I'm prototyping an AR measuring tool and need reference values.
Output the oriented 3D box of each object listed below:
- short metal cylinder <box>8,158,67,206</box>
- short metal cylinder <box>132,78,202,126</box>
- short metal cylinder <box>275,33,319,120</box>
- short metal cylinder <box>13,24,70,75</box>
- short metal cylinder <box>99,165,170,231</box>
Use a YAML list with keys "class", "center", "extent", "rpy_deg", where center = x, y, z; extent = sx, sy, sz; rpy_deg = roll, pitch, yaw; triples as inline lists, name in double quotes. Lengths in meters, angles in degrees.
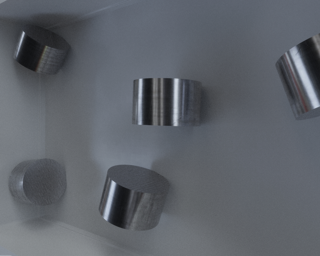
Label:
- class: "short metal cylinder"
  center: [-0.214, 0.094, 0.544]
  extent: [0.050, 0.081, 0.080]
  rpy_deg: [-8, 85, 39]
- class: "short metal cylinder"
  center: [0.008, -0.028, 0.363]
  extent: [0.080, 0.081, 0.050]
  rpy_deg: [3, 92, 39]
- class: "short metal cylinder"
  center: [0.143, -0.043, 0.252]
  extent: [0.080, 0.081, 0.050]
  rpy_deg: [-24, 75, 37]
- class: "short metal cylinder"
  center: [-0.205, -0.136, 0.537]
  extent: [0.080, 0.081, 0.050]
  rpy_deg: [47, 118, 29]
- class: "short metal cylinder"
  center: [-0.033, 0.086, 0.396]
  extent: [0.080, 0.081, 0.050]
  rpy_deg: [25, 106, 37]
